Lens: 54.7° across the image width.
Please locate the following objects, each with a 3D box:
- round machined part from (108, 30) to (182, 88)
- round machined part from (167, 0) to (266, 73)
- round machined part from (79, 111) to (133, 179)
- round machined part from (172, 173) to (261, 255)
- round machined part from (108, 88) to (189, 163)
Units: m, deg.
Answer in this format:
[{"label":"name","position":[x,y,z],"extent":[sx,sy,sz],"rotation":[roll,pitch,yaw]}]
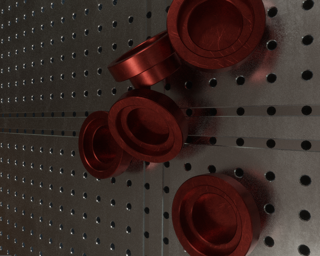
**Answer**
[{"label":"round machined part","position":[-0.012,-0.082,0.382],"extent":[0.098,0.098,0.042],"rotation":[-15,115,38]},{"label":"round machined part","position":[0.059,-0.107,0.331],"extent":[0.098,0.042,0.097],"rotation":[0,88,10]},{"label":"round machined part","position":[-0.073,0.024,0.456],"extent":[0.098,0.042,0.097],"rotation":[0,90,39]},{"label":"round machined part","position":[0.064,0.099,0.344],"extent":[0.098,0.042,0.097],"rotation":[0,90,39]},{"label":"round machined part","position":[-0.011,-0.007,0.386],"extent":[0.098,0.042,0.097],"rotation":[13,130,17]}]
